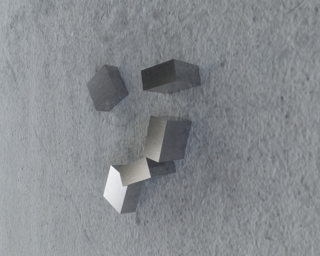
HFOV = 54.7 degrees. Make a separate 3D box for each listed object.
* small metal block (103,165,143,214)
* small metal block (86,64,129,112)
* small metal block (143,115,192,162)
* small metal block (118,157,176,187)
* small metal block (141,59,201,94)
[{"bbox_3d":[-0.053,0.086,0.440,0.050,0.025,0.050,29,109,47],"label":"small metal block"},{"bbox_3d":[-0.080,-0.059,0.469,0.050,0.025,0.050,-37,68,33],"label":"small metal block"},{"bbox_3d":[0.010,0.012,0.379,0.025,0.050,0.050,18,102,38],"label":"small metal block"},{"bbox_3d":[-0.016,0.054,0.400,0.050,0.050,0.025,-24,75,37],"label":"small metal block"},{"bbox_3d":[0.014,-0.061,0.376,0.050,0.050,0.025,-11,83,39],"label":"small metal block"}]
